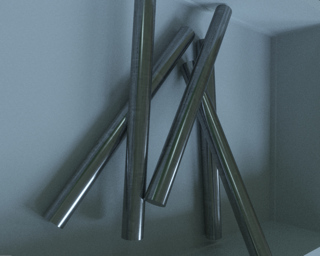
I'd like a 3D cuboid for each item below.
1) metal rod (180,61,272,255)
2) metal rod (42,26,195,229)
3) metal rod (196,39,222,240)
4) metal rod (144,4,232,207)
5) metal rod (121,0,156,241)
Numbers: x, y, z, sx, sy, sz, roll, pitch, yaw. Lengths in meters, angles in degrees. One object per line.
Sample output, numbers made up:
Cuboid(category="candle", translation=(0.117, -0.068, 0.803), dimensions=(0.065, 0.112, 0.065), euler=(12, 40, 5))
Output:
Cuboid(category="metal rod", translation=(0.085, 0.047, 0.400), dimensions=(0.025, 0.025, 0.299), euler=(-4, 69, -40))
Cuboid(category="metal rod", translation=(-0.036, -0.019, 0.376), dimensions=(0.025, 0.025, 0.300), euler=(48, 62, -30))
Cuboid(category="metal rod", translation=(0.075, 0.018, 0.468), dimensions=(0.025, 0.025, 0.298), euler=(-5, 94, -40))
Cuboid(category="metal rod", translation=(0.044, -0.046, 0.398), dimensions=(0.025, 0.025, 0.300), euler=(39, 61, -33))
Cuboid(category="metal rod", translation=(-0.023, -0.027, 0.352), dimensions=(0.025, 0.025, 0.298), euler=(5, 87, -40))
